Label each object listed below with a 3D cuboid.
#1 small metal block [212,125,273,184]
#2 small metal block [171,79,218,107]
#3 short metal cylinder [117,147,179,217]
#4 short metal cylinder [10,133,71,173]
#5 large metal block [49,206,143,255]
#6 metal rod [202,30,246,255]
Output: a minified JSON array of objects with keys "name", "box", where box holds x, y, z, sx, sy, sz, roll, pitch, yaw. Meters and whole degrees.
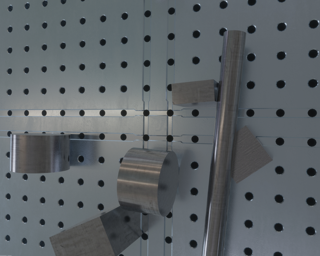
[{"name":"small metal block","box":[0.100,0.032,0.377,0.050,0.025,0.050,-38,78,16]},{"name":"small metal block","box":[0.046,-0.042,0.383,0.050,0.050,0.025,-3,89,20]},{"name":"short metal cylinder","box":[-0.012,0.066,0.388,0.050,0.080,0.079,4,92,20]},{"name":"short metal cylinder","box":[-0.170,0.034,0.443,0.080,0.080,0.050,2,91,20]},{"name":"large metal block","box":[-0.082,0.144,0.412,0.080,0.080,0.050,-26,82,18]},{"name":"metal rod","box":[0.072,0.040,0.360,0.025,0.025,0.298,6,92,20]}]
